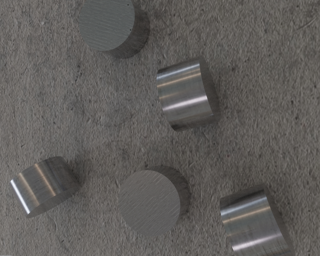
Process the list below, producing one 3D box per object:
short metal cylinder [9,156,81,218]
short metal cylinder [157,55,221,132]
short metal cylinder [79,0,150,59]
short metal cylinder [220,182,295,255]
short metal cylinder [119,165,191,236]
[{"bbox_3d":[-0.161,0.083,0.436,0.080,0.080,0.050,-37,78,16],"label":"short metal cylinder"},{"bbox_3d":[0.036,-0.040,0.367,0.050,0.080,0.080,-15,85,19],"label":"short metal cylinder"},{"bbox_3d":[-0.060,-0.138,0.417,0.080,0.050,0.080,0,90,20],"label":"short metal cylinder"},{"bbox_3d":[0.107,0.107,0.342,0.050,0.080,0.080,-25,82,18],"label":"short metal cylinder"},{"bbox_3d":[-0.005,0.091,0.398,0.080,0.050,0.080,0,90,20],"label":"short metal cylinder"}]
